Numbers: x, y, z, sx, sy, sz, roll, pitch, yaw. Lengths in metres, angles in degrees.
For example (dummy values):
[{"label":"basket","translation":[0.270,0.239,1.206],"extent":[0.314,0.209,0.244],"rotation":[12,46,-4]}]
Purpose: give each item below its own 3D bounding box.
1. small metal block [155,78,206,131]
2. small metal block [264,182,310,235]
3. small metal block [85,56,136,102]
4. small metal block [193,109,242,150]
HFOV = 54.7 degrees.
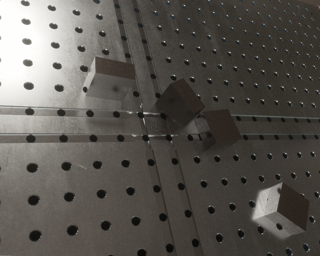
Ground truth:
[{"label":"small metal block","translation":[0.027,-0.032,0.428],"extent":[0.025,0.050,0.050],"rotation":[-29,78,-38]},{"label":"small metal block","translation":[0.180,0.114,0.438],"extent":[0.050,0.025,0.050],"rotation":[35,51,-5]},{"label":"small metal block","translation":[-0.064,-0.061,0.396],"extent":[0.050,0.050,0.025],"rotation":[7,59,-25]},{"label":"small metal block","translation":[0.085,0.002,0.455],"extent":[0.050,0.025,0.050],"rotation":[-8,66,-32]}]
